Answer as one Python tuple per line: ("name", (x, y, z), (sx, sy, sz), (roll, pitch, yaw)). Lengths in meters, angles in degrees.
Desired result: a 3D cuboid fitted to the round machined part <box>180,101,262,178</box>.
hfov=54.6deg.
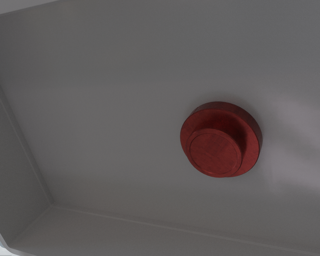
("round machined part", (0.069, 0.021, 0.374), (0.098, 0.042, 0.097), (13, 124, 21))
